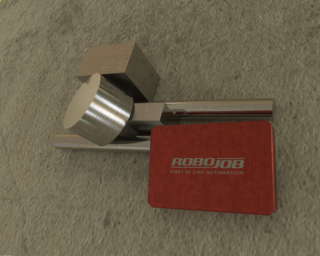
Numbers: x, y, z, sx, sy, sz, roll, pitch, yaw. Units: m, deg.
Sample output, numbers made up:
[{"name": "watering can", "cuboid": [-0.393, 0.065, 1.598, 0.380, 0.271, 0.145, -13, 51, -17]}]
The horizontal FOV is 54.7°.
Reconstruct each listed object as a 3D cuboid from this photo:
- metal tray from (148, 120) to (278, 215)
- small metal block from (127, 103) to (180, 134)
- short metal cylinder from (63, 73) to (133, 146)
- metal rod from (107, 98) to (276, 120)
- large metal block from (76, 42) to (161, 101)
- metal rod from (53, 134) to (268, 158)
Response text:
[{"name": "metal tray", "cuboid": [0.053, 0.042, 0.330, 0.130, 0.030, 0.090, -3, 78, 25]}, {"name": "small metal block", "cuboid": [-0.009, -0.008, 0.397, 0.050, 0.050, 0.025, 1, 62, 28]}, {"name": "short metal cylinder", "cuboid": [-0.080, -0.023, 0.398, 0.080, 0.050, 0.080, -35, 37, 33]}, {"name": "metal rod", "cuboid": [-0.003, -0.024, 0.421, 0.300, 0.025, 0.025, 1, 62, 28]}, {"name": "large metal block", "cuboid": [-0.057, -0.073, 0.443, 0.080, 0.080, 0.050, 1, 62, 28]}, {"name": "metal rod", "cuboid": [-0.019, 0.021, 0.402, 0.300, 0.025, 0.025, 0, 62, 27]}]
